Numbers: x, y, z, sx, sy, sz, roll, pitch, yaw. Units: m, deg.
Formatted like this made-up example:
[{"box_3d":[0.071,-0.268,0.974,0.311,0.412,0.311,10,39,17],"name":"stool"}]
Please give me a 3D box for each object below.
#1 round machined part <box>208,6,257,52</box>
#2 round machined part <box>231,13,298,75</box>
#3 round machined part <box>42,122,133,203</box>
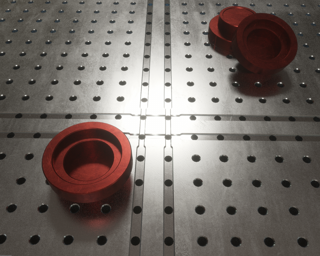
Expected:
[{"box_3d":[0.137,-0.181,0.550,0.099,0.042,0.098,0,50,0],"name":"round machined part"},{"box_3d":[0.161,-0.128,0.491,0.099,0.042,0.098,2,74,-7],"name":"round machined part"},{"box_3d":[-0.081,0.043,0.360,0.099,0.042,0.098,0,50,0],"name":"round machined part"}]
